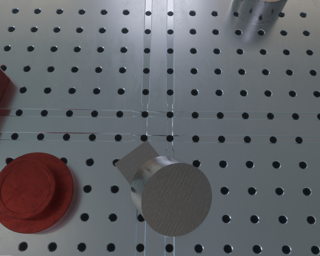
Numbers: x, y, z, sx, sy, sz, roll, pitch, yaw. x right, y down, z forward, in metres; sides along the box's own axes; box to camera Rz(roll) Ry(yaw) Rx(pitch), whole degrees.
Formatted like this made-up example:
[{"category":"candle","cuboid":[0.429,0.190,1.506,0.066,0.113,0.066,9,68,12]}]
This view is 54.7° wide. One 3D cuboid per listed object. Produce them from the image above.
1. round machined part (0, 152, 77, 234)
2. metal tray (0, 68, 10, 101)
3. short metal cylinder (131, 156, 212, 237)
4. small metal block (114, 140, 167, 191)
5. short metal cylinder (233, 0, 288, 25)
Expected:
[{"category":"round machined part","cuboid":[-0.154,0.076,0.374,0.099,0.042,0.098,0,70,0]},{"category":"metal tray","cuboid":[-0.274,-0.029,0.417,0.090,0.030,0.130,11,70,4]},{"category":"short metal cylinder","cuboid":[0.012,0.075,0.354,0.081,0.050,0.079,-1,94,-18]},{"category":"small metal block","cuboid":[-0.021,0.052,0.392,0.050,0.025,0.050,-36,74,-12]},{"category":"short metal cylinder","cuboid":[0.156,-0.208,0.475,0.081,0.050,0.080,0,70,0]}]
